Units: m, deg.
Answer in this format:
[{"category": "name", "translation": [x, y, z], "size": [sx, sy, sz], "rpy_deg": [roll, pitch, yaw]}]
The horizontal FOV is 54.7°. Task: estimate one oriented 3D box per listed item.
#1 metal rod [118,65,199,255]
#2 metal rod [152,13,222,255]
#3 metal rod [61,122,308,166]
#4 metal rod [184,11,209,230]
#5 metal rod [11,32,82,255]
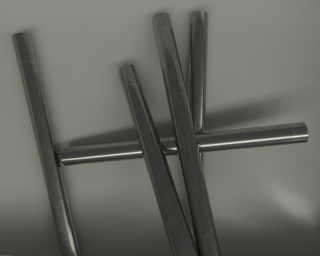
[{"category": "metal rod", "translation": [0.000, 0.053, 0.352], "size": [0.025, 0.025, 0.299], "rpy_deg": [-19, 66, 0]}, {"category": "metal rod", "translation": [0.027, -0.005, 0.368], "size": [0.025, 0.025, 0.299], "rpy_deg": [-10, 73, 0]}, {"category": "metal rod", "translation": [0.023, 0.022, 0.388], "size": [0.301, 0.025, 0.025], "rpy_deg": [-6, 90, 9]}, {"category": "metal rod", "translation": [0.048, -0.002, 0.411], "size": [0.025, 0.025, 0.298], "rpy_deg": [2, 90, 0]}, {"category": "metal rod", "translation": [-0.150, 0.024, 0.410], "size": [0.025, 0.025, 0.298], "rpy_deg": [-13, 90, 0]}]
